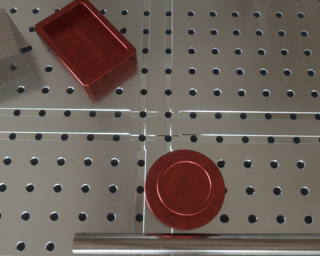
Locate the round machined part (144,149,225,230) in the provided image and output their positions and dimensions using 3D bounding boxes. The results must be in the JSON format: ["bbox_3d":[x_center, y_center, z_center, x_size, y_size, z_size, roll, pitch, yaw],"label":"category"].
[{"bbox_3d":[0.030,0.073,0.376,0.099,0.042,0.098,0,70,-1],"label":"round machined part"}]

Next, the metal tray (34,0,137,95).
[{"bbox_3d":[-0.107,-0.122,0.452,0.090,0.030,0.130,-39,75,-13],"label":"metal tray"}]

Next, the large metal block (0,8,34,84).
[{"bbox_3d":[-0.237,-0.109,0.435,0.080,0.050,0.080,-23,72,-9],"label":"large metal block"}]

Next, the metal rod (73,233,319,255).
[{"bbox_3d":[0.053,0.136,0.362,0.302,0.025,0.025,0,70,-1],"label":"metal rod"}]
